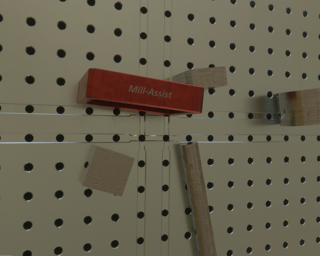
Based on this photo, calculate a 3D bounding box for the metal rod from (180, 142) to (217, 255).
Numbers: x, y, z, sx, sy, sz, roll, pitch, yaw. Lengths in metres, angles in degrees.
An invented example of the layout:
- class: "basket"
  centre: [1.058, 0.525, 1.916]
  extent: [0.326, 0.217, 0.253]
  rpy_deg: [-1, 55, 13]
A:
- class: "metal rod"
  centre: [0.066, 0.168, 0.438]
  extent: [0.025, 0.025, 0.298]
  rpy_deg: [-11, 94, -20]

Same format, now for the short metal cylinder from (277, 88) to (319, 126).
- class: "short metal cylinder"
  centre: [0.221, -0.032, 0.467]
  extent: [0.081, 0.080, 0.050]
  rpy_deg: [-8, 93, -20]

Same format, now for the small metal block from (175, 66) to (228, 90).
- class: "small metal block"
  centre: [0.055, -0.065, 0.421]
  extent: [0.050, 0.050, 0.025]
  rpy_deg: [-9, 93, -20]

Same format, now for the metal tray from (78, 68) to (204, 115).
- class: "metal tray"
  centre: [-0.026, -0.039, 0.369]
  extent: [0.131, 0.090, 0.030]
  rpy_deg: [7, 88, -20]

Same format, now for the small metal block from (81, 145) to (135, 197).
- class: "small metal block"
  centre: [-0.066, 0.053, 0.389]
  extent: [0.050, 0.025, 0.050]
  rpy_deg: [21, 83, -19]
